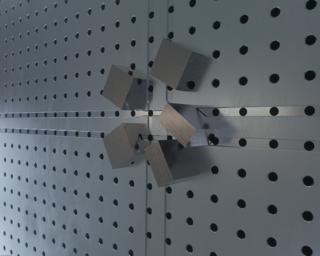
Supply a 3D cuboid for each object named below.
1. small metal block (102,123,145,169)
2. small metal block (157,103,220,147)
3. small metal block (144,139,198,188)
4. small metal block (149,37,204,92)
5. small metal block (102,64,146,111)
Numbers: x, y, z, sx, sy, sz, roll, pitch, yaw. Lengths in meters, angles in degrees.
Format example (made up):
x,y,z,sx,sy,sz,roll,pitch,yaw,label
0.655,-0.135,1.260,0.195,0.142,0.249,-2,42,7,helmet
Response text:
x,y,z,sx,sy,sz,roll,pitch,yaw,label
-0.053,0.026,0.455,0.050,0.025,0.050,-34,69,35,small metal block
0.034,-0.004,0.366,0.050,0.050,0.025,45,117,30,small metal block
0.014,0.042,0.382,0.025,0.050,0.050,-34,69,35,small metal block
0.020,-0.080,0.394,0.050,0.025,0.050,36,112,34,small metal block
-0.054,-0.059,0.455,0.050,0.025,0.050,36,112,34,small metal block
